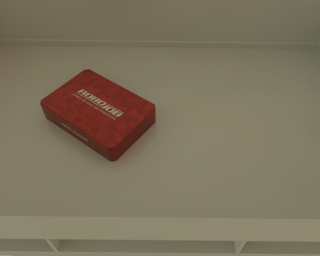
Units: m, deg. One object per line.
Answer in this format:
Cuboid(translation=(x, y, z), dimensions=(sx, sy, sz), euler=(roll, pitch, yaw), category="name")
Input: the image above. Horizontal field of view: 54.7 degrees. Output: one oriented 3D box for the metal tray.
Cuboid(translation=(-0.082, -0.022, 0.420), dimensions=(0.130, 0.030, 0.090), euler=(30, 56, 22), category="metal tray")
